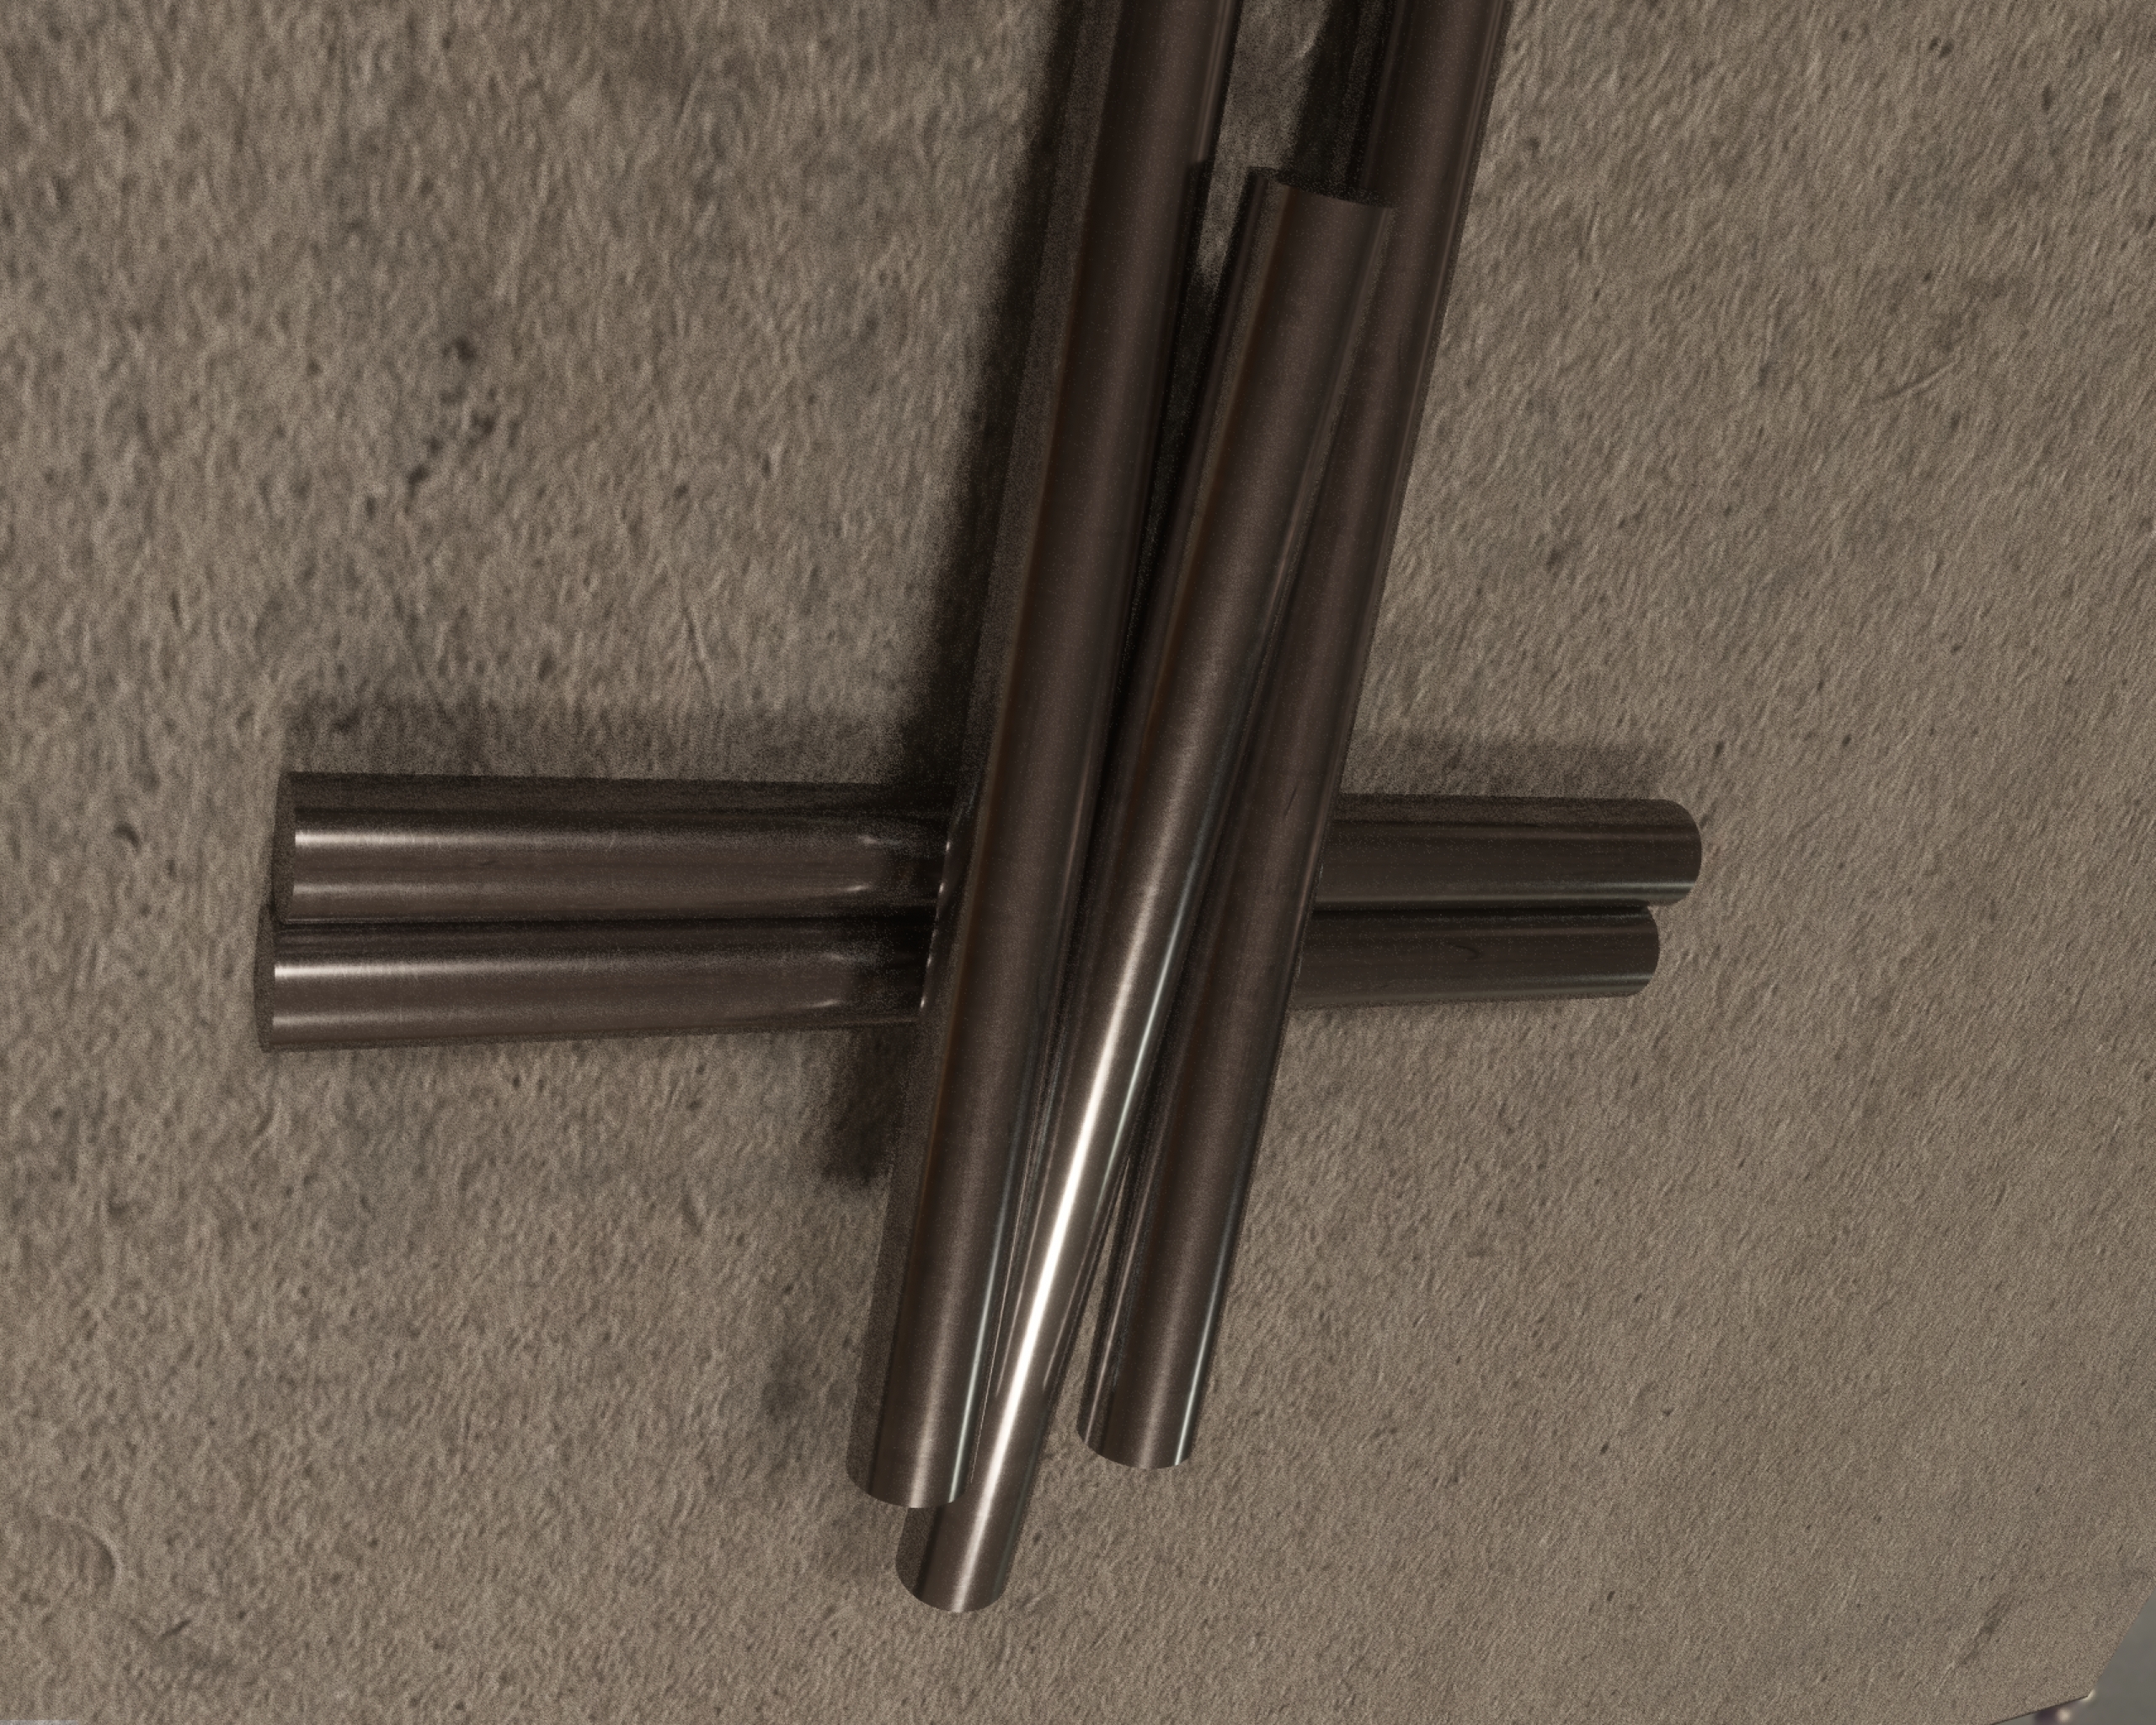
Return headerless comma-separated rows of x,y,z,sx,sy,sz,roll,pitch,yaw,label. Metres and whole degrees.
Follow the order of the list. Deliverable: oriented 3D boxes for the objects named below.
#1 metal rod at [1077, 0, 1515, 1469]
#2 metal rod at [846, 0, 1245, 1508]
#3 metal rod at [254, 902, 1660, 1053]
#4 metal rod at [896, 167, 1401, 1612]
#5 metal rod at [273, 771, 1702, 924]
0.038,-0.020,0.390,0.025,0.025,0.298,0,110,-29,metal rod
-0.008,-0.020,0.366,0.025,0.025,0.298,0,110,-29,metal rod
-0.003,0.019,0.421,0.303,0.025,0.025,0,119,-29,metal rod
0.006,0.023,0.394,0.025,0.025,0.298,0,118,-29,metal rod
0.004,-0.002,0.411,0.303,0.025,0.025,0,119,-29,metal rod
